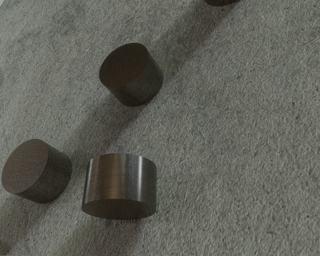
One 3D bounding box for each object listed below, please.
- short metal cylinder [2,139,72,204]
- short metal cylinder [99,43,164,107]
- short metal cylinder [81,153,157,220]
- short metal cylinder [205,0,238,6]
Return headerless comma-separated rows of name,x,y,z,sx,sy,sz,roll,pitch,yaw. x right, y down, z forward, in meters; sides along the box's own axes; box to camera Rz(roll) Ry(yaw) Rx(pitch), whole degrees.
short metal cylinder,-0.174,0.062,0.442,0.080,0.050,0.080,-13,56,21
short metal cylinder,-0.042,-0.078,0.458,0.080,0.050,0.080,-13,56,21
short metal cylinder,-0.044,0.068,0.350,0.080,0.080,0.050,-13,56,21
short metal cylinder,0.098,-0.238,0.483,0.080,0.050,0.080,-13,56,21
